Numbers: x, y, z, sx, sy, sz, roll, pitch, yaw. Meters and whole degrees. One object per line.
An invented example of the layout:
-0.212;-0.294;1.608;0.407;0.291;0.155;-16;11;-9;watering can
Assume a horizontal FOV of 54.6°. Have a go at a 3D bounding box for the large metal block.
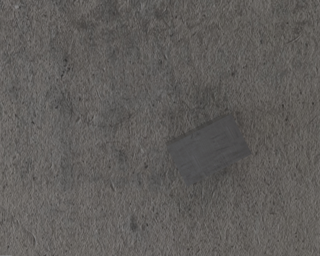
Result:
0.055;0.024;0.383;0.080;0.080;0.050;-27;90;0;large metal block
